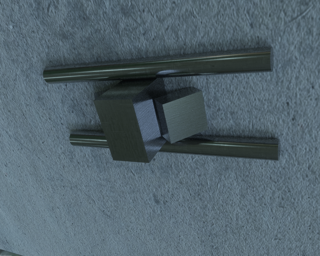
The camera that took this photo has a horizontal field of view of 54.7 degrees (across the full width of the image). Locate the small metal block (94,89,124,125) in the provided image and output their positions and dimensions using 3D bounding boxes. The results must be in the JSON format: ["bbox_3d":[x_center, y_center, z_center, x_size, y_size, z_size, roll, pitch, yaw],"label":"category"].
[{"bbox_3d":[-0.067,-0.020,0.412,0.025,0.050,0.050,-17,116,-8],"label":"small metal block"}]

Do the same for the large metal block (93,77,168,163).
[{"bbox_3d":[-0.026,-0.014,0.379,0.050,0.080,0.079,1,119,27],"label":"large metal block"}]

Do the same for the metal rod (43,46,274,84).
[{"bbox_3d":[-0.023,-0.072,0.374,0.301,0.025,0.025,2,119,27],"label":"metal rod"}]

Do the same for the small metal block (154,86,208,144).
[{"bbox_3d":[0.026,-0.016,0.366,0.025,0.050,0.050,40,147,60],"label":"small metal block"}]

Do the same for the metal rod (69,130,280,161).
[{"bbox_3d":[0.001,0.021,0.419,0.301,0.025,0.025,2,119,27],"label":"metal rod"}]
